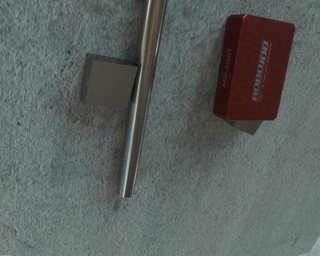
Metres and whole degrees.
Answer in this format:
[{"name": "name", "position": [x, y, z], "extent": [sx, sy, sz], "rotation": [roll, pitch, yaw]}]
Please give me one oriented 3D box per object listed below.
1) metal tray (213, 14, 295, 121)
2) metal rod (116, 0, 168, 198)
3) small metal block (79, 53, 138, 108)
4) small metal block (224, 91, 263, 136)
[{"name": "metal tray", "position": [0.123, -0.075, 0.408], "extent": [0.091, 0.030, 0.129], "rotation": [-1, 106, -28]}, {"name": "metal rod", "position": [-0.023, -0.040, 0.370], "extent": [0.025, 0.025, 0.298], "rotation": [-4, 120, -27]}, {"name": "small metal block", "position": [-0.058, -0.052, 0.344], "extent": [0.050, 0.025, 0.050], "rotation": [3, 117, -30]}, {"name": "small metal block", "position": [0.132, -0.021, 0.468], "extent": [0.050, 0.025, 0.050], "rotation": [20, 108, -36]}]
